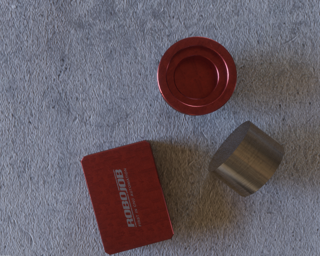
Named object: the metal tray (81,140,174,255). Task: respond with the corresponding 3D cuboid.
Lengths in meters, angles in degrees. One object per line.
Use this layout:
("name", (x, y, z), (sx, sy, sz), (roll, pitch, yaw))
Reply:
("metal tray", (-0.041, 0.089, 0.407), (0.091, 0.030, 0.129), (-15, 90, -1))

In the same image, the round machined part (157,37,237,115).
("round machined part", (0.046, -0.064, 0.402), (0.099, 0.042, 0.097), (0, 90, -1))

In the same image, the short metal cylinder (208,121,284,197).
("short metal cylinder", (0.105, 0.037, 0.384), (0.050, 0.080, 0.080), (38, 90, -1))
